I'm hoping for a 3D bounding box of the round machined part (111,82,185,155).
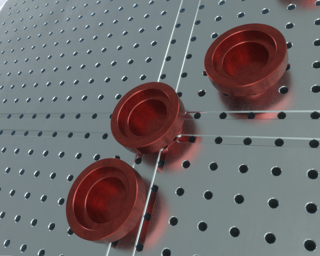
[{"bbox_3d":[-0.012,-0.009,0.411,0.098,0.042,0.098,-13,56,21],"label":"round machined part"}]

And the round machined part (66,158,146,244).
[{"bbox_3d":[-0.061,0.089,0.376,0.098,0.042,0.098,-13,56,21],"label":"round machined part"}]

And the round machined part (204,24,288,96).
[{"bbox_3d":[0.109,-0.080,0.390,0.098,0.042,0.098,-13,56,21],"label":"round machined part"}]
